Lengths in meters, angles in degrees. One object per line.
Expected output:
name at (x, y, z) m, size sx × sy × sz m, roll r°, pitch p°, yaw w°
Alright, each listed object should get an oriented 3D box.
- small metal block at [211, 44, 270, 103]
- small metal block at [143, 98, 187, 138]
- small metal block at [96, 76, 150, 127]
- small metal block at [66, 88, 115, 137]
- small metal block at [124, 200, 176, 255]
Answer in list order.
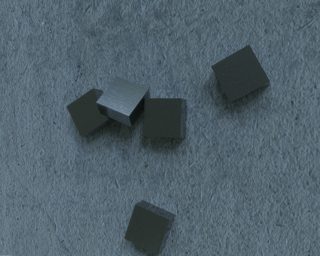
small metal block at (0.098, -0.064, 0.374) m, size 0.050 × 0.025 × 0.050 m, roll -29°, pitch 81°, yaw 17°
small metal block at (0.007, -0.013, 0.406) m, size 0.050 × 0.025 × 0.050 m, roll 2°, pitch 91°, yaw 20°
small metal block at (-0.047, -0.036, 0.413) m, size 0.050 × 0.025 × 0.050 m, roll 23°, pitch 61°, yaw 18°
small metal block at (-0.097, -0.021, 0.443) m, size 0.050 × 0.025 × 0.050 m, roll -31°, pitch 80°, yaw 17°
small metal block at (-0.013, 0.132, 0.414) m, size 0.050 × 0.025 × 0.050 m, roll 20°, pitch 97°, yaw 18°
